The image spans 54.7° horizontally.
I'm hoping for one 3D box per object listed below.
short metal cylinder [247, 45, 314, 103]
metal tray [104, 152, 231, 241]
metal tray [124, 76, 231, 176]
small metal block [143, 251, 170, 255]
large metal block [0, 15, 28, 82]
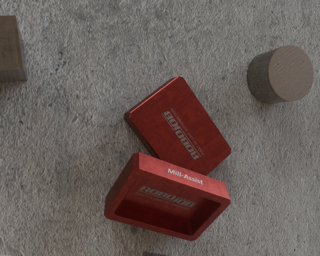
[{"bbox_3d":[0.178,-0.078,0.462,0.081,0.050,0.080,0,90,-20],"label":"short metal cylinder"},{"bbox_3d":[0.009,0.089,0.383,0.131,0.030,0.089,22,121,-19],"label":"metal tray"},{"bbox_3d":[0.026,0.008,0.416,0.090,0.030,0.130,-39,103,-16],"label":"metal tray"},{"bbox_3d":[-0.002,0.196,0.409,0.050,0.025,0.050,19,84,-19],"label":"small metal block"},{"bbox_3d":[-0.182,-0.075,0.312,0.081,0.080,0.050,-8,93,-20],"label":"large metal block"}]
